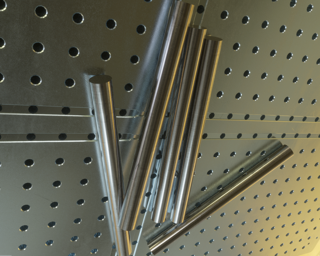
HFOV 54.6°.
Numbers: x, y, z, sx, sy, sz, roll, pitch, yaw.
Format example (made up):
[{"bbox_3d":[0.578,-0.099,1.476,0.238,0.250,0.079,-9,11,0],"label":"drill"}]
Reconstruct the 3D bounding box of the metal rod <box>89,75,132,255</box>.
[{"bbox_3d":[-0.062,0.072,0.421,0.025,0.025,0.298,-15,125,-20],"label":"metal rod"}]

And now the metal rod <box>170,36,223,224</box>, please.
[{"bbox_3d":[0.046,0.021,0.448,0.025,0.025,0.298,-7,122,-25],"label":"metal rod"}]

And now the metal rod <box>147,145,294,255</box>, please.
[{"bbox_3d":[0.109,0.124,0.546,0.301,0.025,0.025,-34,129,-6],"label":"metal rod"}]

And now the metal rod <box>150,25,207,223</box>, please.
[{"bbox_3d":[0.020,0.013,0.428,0.025,0.025,0.298,-5,121,-26],"label":"metal rod"}]

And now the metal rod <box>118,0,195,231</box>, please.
[{"bbox_3d":[-0.010,-0.001,0.387,0.025,0.025,0.298,4,111,-30],"label":"metal rod"}]
